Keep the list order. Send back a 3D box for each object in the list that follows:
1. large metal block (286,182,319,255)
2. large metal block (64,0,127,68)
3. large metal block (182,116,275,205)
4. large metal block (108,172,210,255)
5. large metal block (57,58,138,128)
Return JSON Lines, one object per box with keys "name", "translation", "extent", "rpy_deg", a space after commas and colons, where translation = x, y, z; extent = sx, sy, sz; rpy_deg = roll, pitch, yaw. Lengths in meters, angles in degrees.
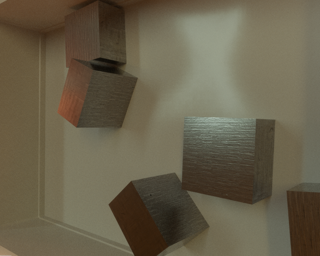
{"name": "large metal block", "translation": [0.158, 0.091, 0.259], "extent": [0.080, 0.050, 0.080], "rpy_deg": [-5, 87, 39]}
{"name": "large metal block", "translation": [-0.098, -0.134, 0.469], "extent": [0.080, 0.050, 0.080], "rpy_deg": [-4, 88, 39]}
{"name": "large metal block", "translation": [0.072, 0.029, 0.330], "extent": [0.080, 0.050, 0.079], "rpy_deg": [4, 92, 39]}
{"name": "large metal block", "translation": [-0.001, 0.105, 0.370], "extent": [0.050, 0.081, 0.080], "rpy_deg": [-48, 62, 29]}
{"name": "large metal block", "translation": [-0.088, -0.047, 0.441], "extent": [0.050, 0.081, 0.079], "rpy_deg": [32, 110, 35]}
